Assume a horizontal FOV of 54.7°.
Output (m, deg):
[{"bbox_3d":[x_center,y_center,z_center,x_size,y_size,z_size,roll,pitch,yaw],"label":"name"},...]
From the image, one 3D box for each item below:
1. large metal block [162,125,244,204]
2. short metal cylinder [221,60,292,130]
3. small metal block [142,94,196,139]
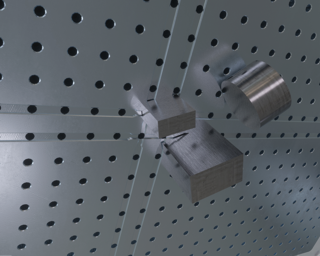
[{"bbox_3d":[0.059,0.048,0.438,0.081,0.080,0.050,-20,126,-17],"label":"large metal block"},{"bbox_3d":[0.128,-0.044,0.419,0.050,0.080,0.080,-34,129,-6],"label":"short metal cylinder"},{"bbox_3d":[0.010,-0.016,0.391,0.050,0.050,0.025,-16,125,-19],"label":"small metal block"}]
